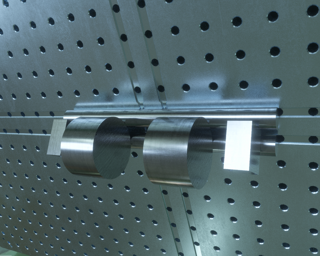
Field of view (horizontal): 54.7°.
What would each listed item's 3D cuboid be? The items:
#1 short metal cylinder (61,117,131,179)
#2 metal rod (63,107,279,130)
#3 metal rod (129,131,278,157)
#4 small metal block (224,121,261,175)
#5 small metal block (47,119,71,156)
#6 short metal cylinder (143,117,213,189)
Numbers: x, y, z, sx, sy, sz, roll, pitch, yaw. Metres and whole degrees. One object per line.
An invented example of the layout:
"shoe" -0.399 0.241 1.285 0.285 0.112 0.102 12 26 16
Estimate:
"short metal cylinder" -0.081 0.025 0.406 0.050 0.080 0.080 1 119 28
"metal rod" -0.005 -0.013 0.406 0.300 0.025 0.025 1 119 27
"metal rod" 0.000 0.018 0.423 0.300 0.025 0.025 1 119 27
"small metal block" 0.090 0.022 0.332 0.025 0.050 0.050 1 78 28
"small metal block" -0.130 0.018 0.446 0.025 0.050 0.050 1 77 28
"short metal cylinder" 0.023 0.027 0.352 0.050 0.080 0.080 1 119 28
